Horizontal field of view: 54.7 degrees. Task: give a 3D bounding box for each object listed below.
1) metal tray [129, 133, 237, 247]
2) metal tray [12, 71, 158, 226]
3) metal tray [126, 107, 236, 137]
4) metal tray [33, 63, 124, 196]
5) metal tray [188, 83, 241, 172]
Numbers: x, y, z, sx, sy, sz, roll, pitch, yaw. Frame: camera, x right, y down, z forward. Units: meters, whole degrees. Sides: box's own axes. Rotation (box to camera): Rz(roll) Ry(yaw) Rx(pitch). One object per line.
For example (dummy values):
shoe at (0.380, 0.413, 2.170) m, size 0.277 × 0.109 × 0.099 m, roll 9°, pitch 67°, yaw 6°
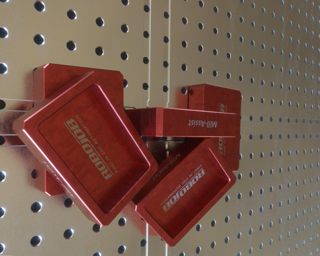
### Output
metal tray at (0.032, 0.081, 0.411) m, size 0.130 × 0.030 × 0.090 m, roll -42°, pitch 118°, yaw -13°
metal tray at (-0.066, 0.021, 0.310) m, size 0.090 × 0.030 × 0.130 m, roll -46°, pitch 118°, yaw -31°
metal tray at (0.020, -0.005, 0.384) m, size 0.131 × 0.090 × 0.030 m, roll 2°, pitch 89°, yaw -40°
metal tray at (-0.085, 0.001, 0.336) m, size 0.091 × 0.030 × 0.129 m, roll -1°, pitch 92°, yaw -40°
metal tray at (0.085, 0.002, 0.479) m, size 0.091 × 0.030 × 0.129 m, roll 4°, pitch 88°, yaw -40°
